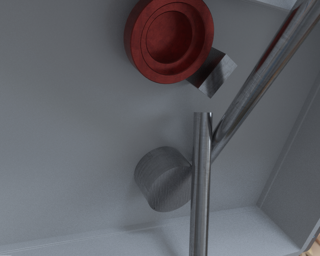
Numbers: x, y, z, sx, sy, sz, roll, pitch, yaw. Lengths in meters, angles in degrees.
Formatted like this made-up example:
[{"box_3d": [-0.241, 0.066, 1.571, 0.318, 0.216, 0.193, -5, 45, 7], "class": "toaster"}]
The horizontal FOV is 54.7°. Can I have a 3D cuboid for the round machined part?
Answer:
[{"box_3d": [0.006, -0.101, 0.340, 0.099, 0.042, 0.097, -14, 125, -21], "class": "round machined part"}]

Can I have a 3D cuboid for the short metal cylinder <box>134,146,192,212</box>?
[{"box_3d": [0.009, 0.073, 0.445, 0.081, 0.050, 0.079, -14, 124, -21], "class": "short metal cylinder"}]

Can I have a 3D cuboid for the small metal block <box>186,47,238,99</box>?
[{"box_3d": [0.057, -0.072, 0.381, 0.025, 0.050, 0.050, 32, 100, -39], "class": "small metal block"}]

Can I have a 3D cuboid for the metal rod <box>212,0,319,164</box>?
[{"box_3d": [0.096, -0.024, 0.366, 0.025, 0.025, 0.298, -12, 150, -22], "class": "metal rod"}]

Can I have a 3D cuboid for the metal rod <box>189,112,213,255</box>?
[{"box_3d": [0.053, 0.128, 0.415, 0.025, 0.025, 0.298, 0, 93, -29], "class": "metal rod"}]
